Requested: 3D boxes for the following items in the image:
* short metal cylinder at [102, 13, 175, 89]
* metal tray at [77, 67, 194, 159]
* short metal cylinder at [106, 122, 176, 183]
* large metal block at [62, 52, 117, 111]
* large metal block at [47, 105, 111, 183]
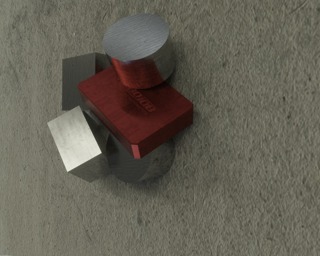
[{"bbox_3d":[-0.024,-0.095,0.384,0.080,0.050,0.080,-6,57,9],"label":"short metal cylinder"},{"bbox_3d":[-0.032,-0.032,0.392,0.130,0.091,0.030,43,156,31],"label":"metal tray"},{"bbox_3d":[-0.026,0.030,0.412,0.080,0.050,0.080,0,90,40],"label":"short metal cylinder"},{"bbox_3d":[-0.105,-0.066,0.474,0.080,0.050,0.080,1,91,40],"label":"large metal block"},{"bbox_3d":[-0.109,0.026,0.452,0.050,0.080,0.080,-30,68,-2],"label":"large metal block"}]
